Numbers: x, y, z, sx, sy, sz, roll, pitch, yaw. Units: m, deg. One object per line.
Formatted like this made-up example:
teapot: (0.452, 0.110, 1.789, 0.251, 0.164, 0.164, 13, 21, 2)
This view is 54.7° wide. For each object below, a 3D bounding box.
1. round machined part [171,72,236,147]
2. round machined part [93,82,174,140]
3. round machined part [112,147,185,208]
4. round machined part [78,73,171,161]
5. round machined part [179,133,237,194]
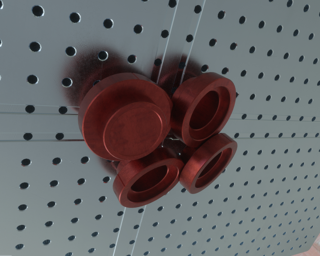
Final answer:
round machined part: (0.050, -0.027, 0.401, 0.099, 0.042, 0.097, -28, 136, -30)
round machined part: (-0.036, -0.016, 0.371, 0.099, 0.042, 0.097, -14, 125, -21)
round machined part: (-0.019, 0.060, 0.417, 0.099, 0.042, 0.097, -24, 144, -18)
round machined part: (-0.032, -0.005, 0.326, 0.099, 0.042, 0.097, -14, 125, -21)
round machined part: (0.063, 0.045, 0.449, 0.099, 0.042, 0.097, -35, 150, -24)
